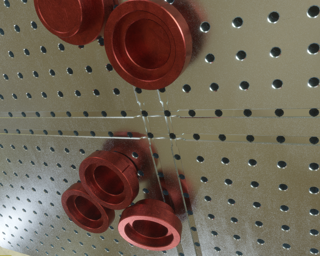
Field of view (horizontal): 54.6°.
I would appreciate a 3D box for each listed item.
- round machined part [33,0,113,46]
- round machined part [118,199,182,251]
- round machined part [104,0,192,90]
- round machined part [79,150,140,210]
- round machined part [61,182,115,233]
[{"bbox_3d":[-0.109,-0.146,0.368,0.098,0.042,0.097,13,124,21],"label":"round machined part"},{"bbox_3d":[-0.013,0.149,0.489,0.098,0.042,0.097,6,131,8],"label":"round machined part"},{"bbox_3d":[-0.010,-0.096,0.347,0.098,0.042,0.097,13,124,21],"label":"round machined part"},{"bbox_3d":[-0.074,0.076,0.486,0.098,0.042,0.097,14,123,23],"label":"round machined part"},{"bbox_3d":[-0.121,0.135,0.548,0.098,0.042,0.097,13,124,21],"label":"round machined part"}]
